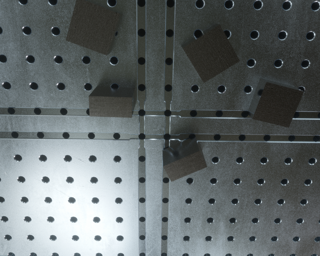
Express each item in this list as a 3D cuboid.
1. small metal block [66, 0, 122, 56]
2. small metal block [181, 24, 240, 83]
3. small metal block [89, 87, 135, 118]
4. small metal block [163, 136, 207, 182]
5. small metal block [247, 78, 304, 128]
[{"bbox_3d":[-0.078,-0.120,0.368,0.050,0.025,0.050,19,109,-8],"label":"small metal block"},{"bbox_3d":[0.061,-0.092,0.381,0.050,0.025,0.050,-31,108,10],"label":"small metal block"},{"bbox_3d":[-0.058,-0.033,0.387,0.050,0.050,0.025,2,110,-1],"label":"small metal block"},{"bbox_3d":[0.032,0.040,0.415,0.050,0.050,0.025,-24,109,8],"label":"small metal block"},{"bbox_3d":[0.149,-0.033,0.404,0.050,0.025,0.050,13,110,-6],"label":"small metal block"}]
